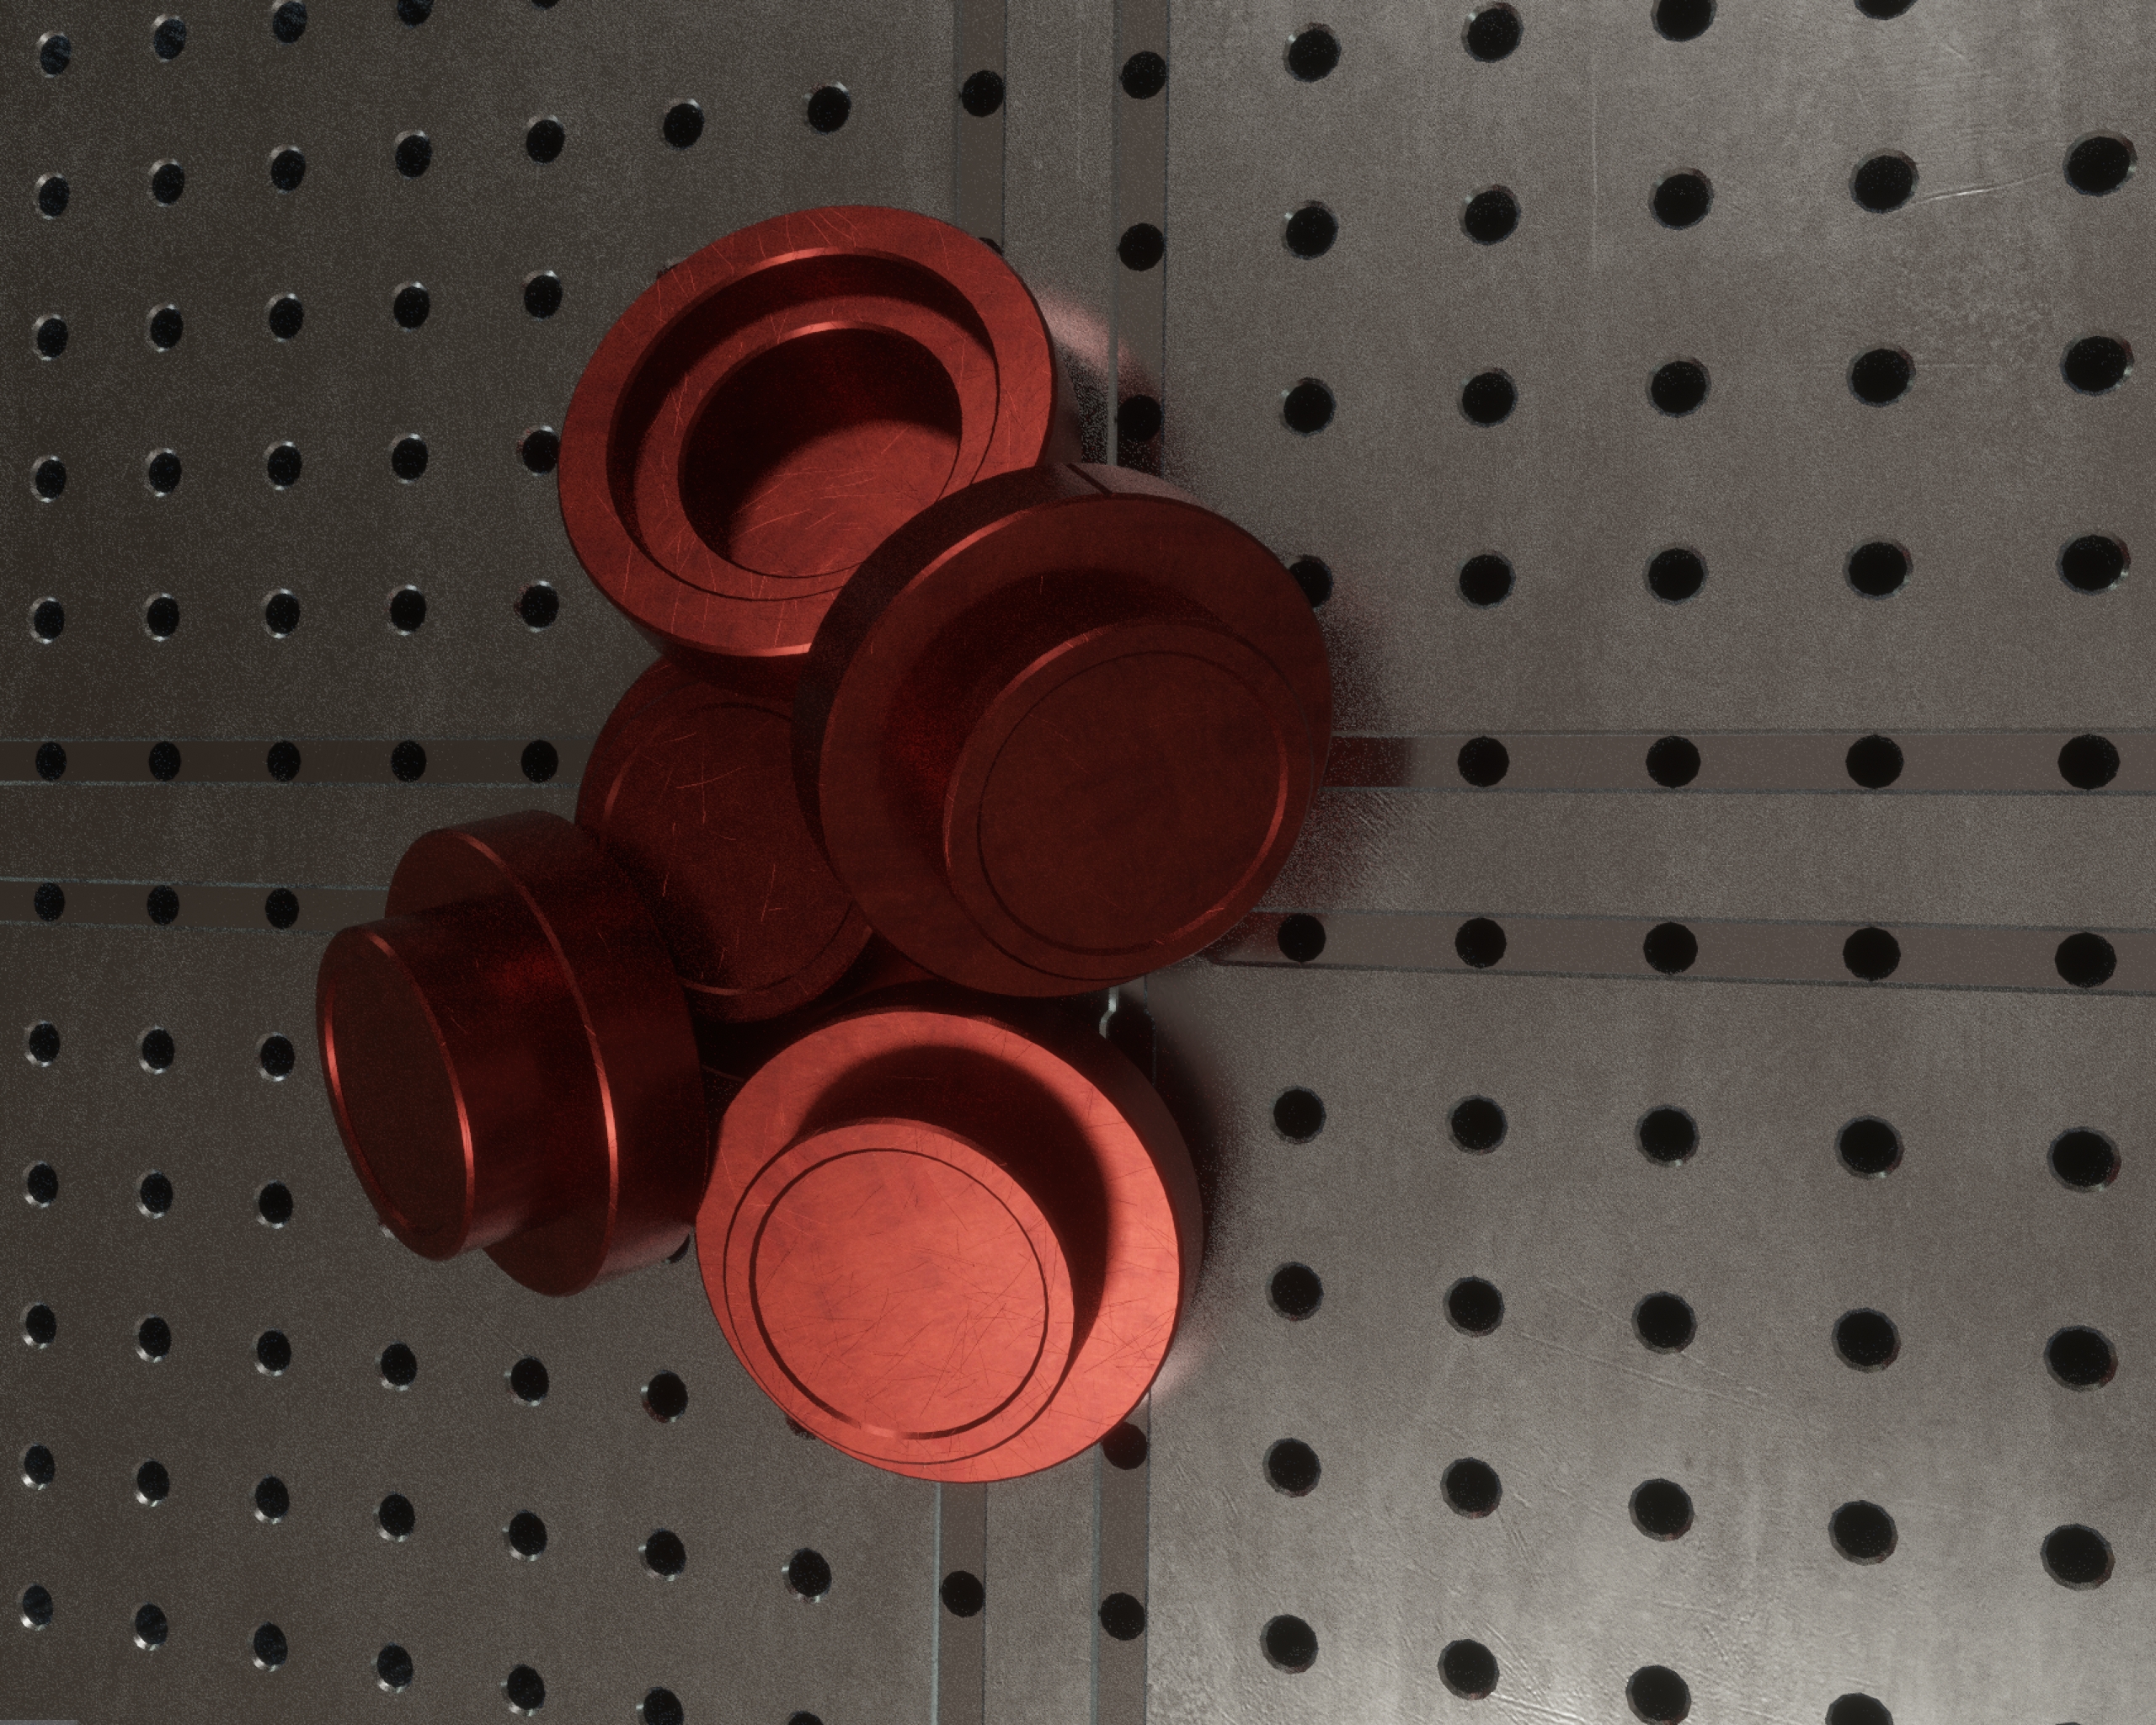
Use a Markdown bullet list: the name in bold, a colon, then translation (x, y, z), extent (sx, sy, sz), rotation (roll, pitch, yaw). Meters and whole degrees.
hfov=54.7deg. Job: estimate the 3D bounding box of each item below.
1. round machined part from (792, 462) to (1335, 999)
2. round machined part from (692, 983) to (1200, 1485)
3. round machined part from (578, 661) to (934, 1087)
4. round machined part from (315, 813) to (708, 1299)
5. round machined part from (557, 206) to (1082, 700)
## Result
- **round machined part**: translation (0.002, -0.018, 0.371), extent (0.098, 0.099, 0.042), rotation (-58, 33, 11)
- **round machined part**: translation (-0.028, 0.075, 0.399), extent (0.098, 0.042, 0.097), rotation (3, 102, 13)
- **round machined part**: translation (-0.061, -0.003, 0.423), extent (0.098, 0.042, 0.097), rotation (0, 90, 19)
- **round machined part**: translation (-0.119, 0.041, 0.419), extent (0.098, 0.042, 0.097), rotation (20, 117, 45)
- **round machined part**: translation (-0.047, -0.075, 0.407), extent (0.098, 0.042, 0.098), rotation (-5, 68, 12)
